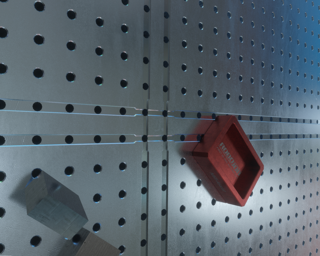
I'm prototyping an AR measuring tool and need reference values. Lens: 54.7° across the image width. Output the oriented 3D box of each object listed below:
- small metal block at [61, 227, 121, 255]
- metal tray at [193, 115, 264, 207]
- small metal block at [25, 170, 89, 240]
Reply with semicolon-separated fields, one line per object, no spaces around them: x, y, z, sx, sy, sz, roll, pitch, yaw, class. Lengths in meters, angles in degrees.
-0.080;0.146;0.344;0.050;0.025;0.050;46;62;-30;small metal block
0.116;0.054;0.506;0.090;0.030;0.130;-52;121;-27;metal tray
-0.103;0.075;0.305;0.025;0.050;0.050;-46;121;-5;small metal block
